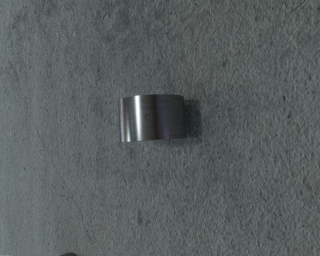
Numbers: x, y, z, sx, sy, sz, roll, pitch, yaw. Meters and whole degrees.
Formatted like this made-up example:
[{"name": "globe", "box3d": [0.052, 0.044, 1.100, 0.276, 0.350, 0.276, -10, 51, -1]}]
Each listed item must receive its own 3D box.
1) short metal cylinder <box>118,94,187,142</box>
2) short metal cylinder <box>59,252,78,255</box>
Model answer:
[{"name": "short metal cylinder", "box3d": [-0.009, -0.010, 0.377, 0.080, 0.081, 0.050, -6, 86, 40]}, {"name": "short metal cylinder", "box3d": [-0.169, 0.261, 0.529, 0.080, 0.050, 0.080, 0, 90, 40]}]
